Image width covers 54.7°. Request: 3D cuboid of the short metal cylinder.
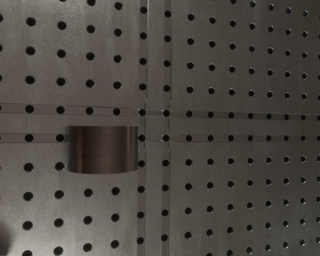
[{"bbox_3d":[-0.065,0.023,0.360,0.081,0.080,0.050,0,90,-20],"label":"short metal cylinder"}]
